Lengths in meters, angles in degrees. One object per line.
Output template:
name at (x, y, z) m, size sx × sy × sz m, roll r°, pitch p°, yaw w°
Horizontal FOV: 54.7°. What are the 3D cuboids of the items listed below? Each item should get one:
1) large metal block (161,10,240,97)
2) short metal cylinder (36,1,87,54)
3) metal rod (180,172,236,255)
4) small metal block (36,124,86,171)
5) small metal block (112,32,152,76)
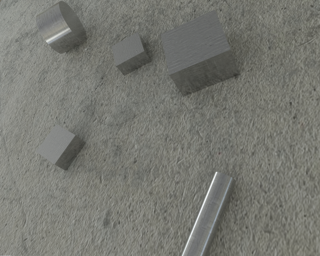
large metal block at (0.053, -0.101, 0.421) m, size 0.080 × 0.050 × 0.080 m, roll -20°, pitch 54°, yaw 15°
short metal cylinder at (-0.181, -0.186, 0.575) m, size 0.050 × 0.080 × 0.080 m, roll -25°, pitch 53°, yaw 13°
metal rod at (0.006, 0.181, 0.288) m, size 0.025 × 0.025 × 0.300 m, roll 14°, pitch 69°, yaw 33°
small metal block at (-0.148, 0.028, 0.462) m, size 0.050 × 0.025 × 0.050 m, roll 23°, pitch 74°, yaw 36°
small metal block at (-0.047, -0.120, 0.500) m, size 0.050 × 0.025 × 0.050 m, roll -26°, pitch 53°, yaw 12°
